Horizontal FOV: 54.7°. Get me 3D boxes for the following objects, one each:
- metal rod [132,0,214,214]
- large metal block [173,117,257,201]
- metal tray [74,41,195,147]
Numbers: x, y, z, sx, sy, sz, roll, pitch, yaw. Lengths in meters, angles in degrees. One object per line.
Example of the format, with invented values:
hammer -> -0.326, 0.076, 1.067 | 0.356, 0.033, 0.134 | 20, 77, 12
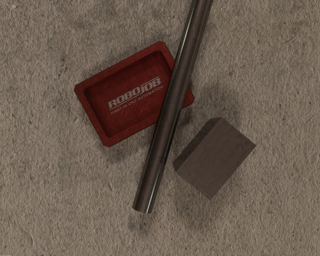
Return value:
metal rod -> 0.020, -0.043, 0.379 | 0.025, 0.025, 0.298 | 16, 90, -1
large metal block -> 0.062, 0.034, 0.383 | 0.050, 0.080, 0.080 | 40, 90, -1
metal tray -> -0.033, -0.043, 0.406 | 0.130, 0.030, 0.090 | -28, 90, -1
